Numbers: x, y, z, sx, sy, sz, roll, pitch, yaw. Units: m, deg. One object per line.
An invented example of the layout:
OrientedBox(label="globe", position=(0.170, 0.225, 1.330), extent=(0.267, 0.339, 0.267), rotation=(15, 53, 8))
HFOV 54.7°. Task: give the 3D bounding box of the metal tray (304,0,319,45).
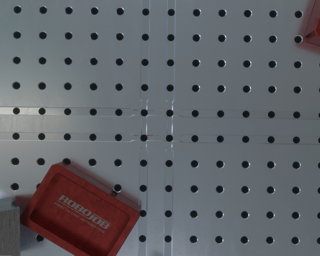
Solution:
OrientedBox(label="metal tray", position=(0.273, -0.143, 0.412), extent=(0.131, 0.030, 0.090), rotation=(18, 90, 0))

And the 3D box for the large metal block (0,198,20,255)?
OrientedBox(label="large metal block", position=(-0.220, 0.137, 0.377), extent=(0.081, 0.050, 0.079), rotation=(-2, 96, -37))

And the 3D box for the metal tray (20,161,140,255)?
OrientedBox(label="metal tray", position=(-0.103, 0.114, 0.409), extent=(0.130, 0.030, 0.090), rotation=(31, 90, 0))
